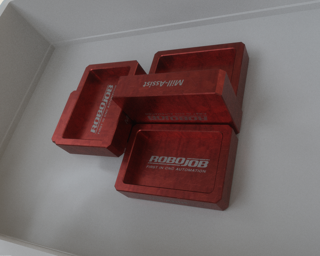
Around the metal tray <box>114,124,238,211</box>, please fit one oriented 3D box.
[{"bbox_3d":[0.019,0.041,0.364,0.130,0.030,0.090,1,62,28],"label":"metal tray"}]

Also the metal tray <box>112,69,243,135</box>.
[{"bbox_3d":[0.022,-0.026,0.365,0.130,0.090,0.030,1,63,28],"label":"metal tray"}]

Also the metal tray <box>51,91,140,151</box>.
[{"bbox_3d":[-0.086,-0.012,0.449,0.130,0.030,0.090,1,62,28],"label":"metal tray"}]

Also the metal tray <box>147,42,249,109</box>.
[{"bbox_3d":[0.046,-0.065,0.416,0.130,0.030,0.090,1,62,28],"label":"metal tray"}]

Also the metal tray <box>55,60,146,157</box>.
[{"bbox_3d":[-0.077,-0.028,0.417,0.090,0.030,0.130,1,62,28],"label":"metal tray"}]
